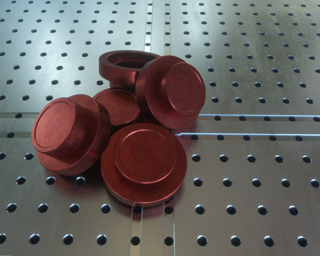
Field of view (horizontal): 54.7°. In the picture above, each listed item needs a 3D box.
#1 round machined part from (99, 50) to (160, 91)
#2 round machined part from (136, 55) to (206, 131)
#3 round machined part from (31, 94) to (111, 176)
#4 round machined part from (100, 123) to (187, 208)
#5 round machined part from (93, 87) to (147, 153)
[{"bbox_3d":[-0.038,-0.078,0.447,0.099,0.042,0.098,5,29,-2],"label":"round machined part"},{"bbox_3d":[0.021,-0.046,0.397,0.042,0.098,0.098,-9,33,50],"label":"round machined part"},{"bbox_3d":[-0.110,0.003,0.361,0.098,0.042,0.098,-13,61,26],"label":"round machined part"},{"bbox_3d":[-0.018,0.036,0.350,0.099,0.042,0.098,3,61,-6],"label":"round machined part"},{"bbox_3d":[-0.056,-0.016,0.408,0.099,0.042,0.098,0,50,0],"label":"round machined part"}]
